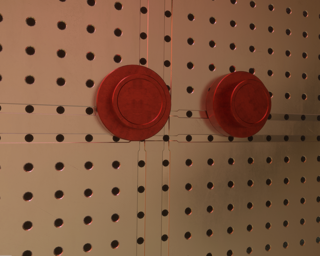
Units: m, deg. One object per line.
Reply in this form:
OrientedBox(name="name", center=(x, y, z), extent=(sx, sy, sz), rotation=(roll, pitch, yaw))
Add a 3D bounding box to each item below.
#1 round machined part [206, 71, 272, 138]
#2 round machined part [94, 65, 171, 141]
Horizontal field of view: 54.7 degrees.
OrientedBox(name="round machined part", center=(0.121, -0.034, 0.450), extent=(0.099, 0.042, 0.097), rotation=(0, 90, -21))
OrientedBox(name="round machined part", center=(-0.031, -0.032, 0.393), extent=(0.099, 0.042, 0.097), rotation=(0, 90, -21))
